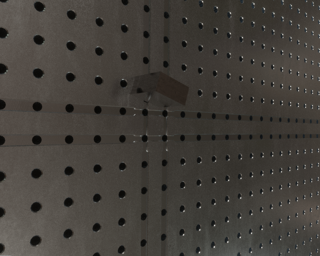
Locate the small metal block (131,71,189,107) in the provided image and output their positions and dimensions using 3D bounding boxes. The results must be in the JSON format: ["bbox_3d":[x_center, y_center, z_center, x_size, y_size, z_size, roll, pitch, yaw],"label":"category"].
[{"bbox_3d":[0.000,-0.047,0.395,0.050,0.050,0.025,22,76,-38],"label":"small metal block"}]
